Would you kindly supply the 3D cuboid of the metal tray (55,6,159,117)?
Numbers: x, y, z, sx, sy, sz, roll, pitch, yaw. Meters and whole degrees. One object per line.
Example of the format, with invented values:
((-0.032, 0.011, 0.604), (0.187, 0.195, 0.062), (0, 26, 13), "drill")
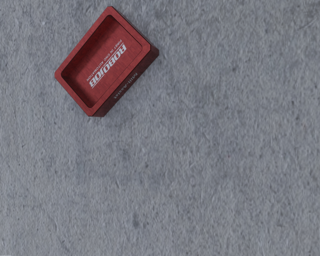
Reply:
((-0.076, -0.090, 0.433), (0.130, 0.030, 0.090), (-46, 76, 14), "metal tray")
